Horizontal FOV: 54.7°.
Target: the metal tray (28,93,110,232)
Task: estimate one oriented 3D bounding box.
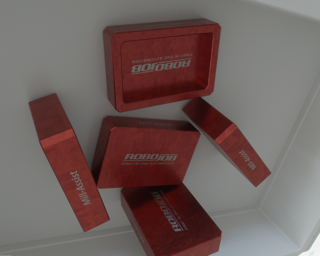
[{"bbox_3d":[-0.097,0.038,0.335,0.030,0.090,0.129,-23,128,-16],"label":"metal tray"}]

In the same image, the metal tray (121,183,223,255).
[{"bbox_3d":[0.010,0.121,0.419,0.091,0.130,0.030,-12,124,-23],"label":"metal tray"}]

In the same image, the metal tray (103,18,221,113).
[{"bbox_3d":[0.004,-0.074,0.361,0.131,0.030,0.089,-13,124,-22],"label":"metal tray"}]

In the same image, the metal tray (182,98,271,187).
[{"bbox_3d":[0.093,0.019,0.428,0.030,0.090,0.130,-44,130,3],"label":"metal tray"}]

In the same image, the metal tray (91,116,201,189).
[{"bbox_3d":[-0.018,0.034,0.414,0.131,0.030,0.089,3,117,-30],"label":"metal tray"}]
